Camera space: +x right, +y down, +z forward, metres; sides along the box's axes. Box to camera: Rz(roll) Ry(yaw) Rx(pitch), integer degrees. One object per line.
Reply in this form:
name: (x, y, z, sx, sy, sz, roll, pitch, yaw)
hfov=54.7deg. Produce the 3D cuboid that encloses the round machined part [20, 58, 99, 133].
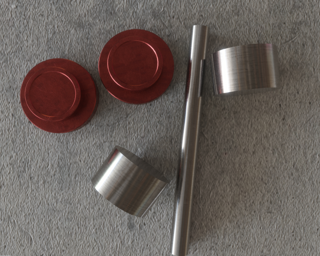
round machined part: (-0.132, -0.042, 0.400, 0.099, 0.042, 0.097, 0, 90, -1)

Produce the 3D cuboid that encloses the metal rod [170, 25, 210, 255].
metal rod: (0.039, 0.016, 0.410, 0.025, 0.025, 0.298, 5, 90, -1)

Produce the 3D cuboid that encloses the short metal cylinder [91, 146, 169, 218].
short metal cylinder: (-0.036, 0.065, 0.382, 0.080, 0.080, 0.050, 35, 90, -1)

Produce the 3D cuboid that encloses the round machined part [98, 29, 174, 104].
round machined part: (-0.031, -0.080, 0.401, 0.099, 0.042, 0.097, 0, 90, -1)

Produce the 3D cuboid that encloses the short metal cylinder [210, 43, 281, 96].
short metal cylinder: (0.105, -0.069, 0.384, 0.081, 0.080, 0.050, -6, 90, -1)
